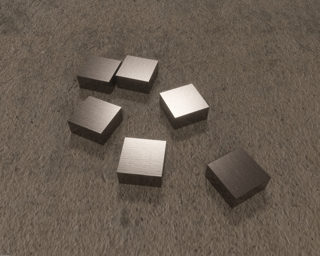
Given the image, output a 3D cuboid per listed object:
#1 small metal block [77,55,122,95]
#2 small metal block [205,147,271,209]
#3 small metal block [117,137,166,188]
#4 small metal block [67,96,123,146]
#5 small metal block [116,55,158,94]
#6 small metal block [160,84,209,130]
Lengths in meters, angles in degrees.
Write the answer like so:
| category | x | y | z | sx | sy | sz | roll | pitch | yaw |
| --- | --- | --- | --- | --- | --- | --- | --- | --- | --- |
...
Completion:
| category | x | y | z | sx | sy | sz | roll | pitch | yaw |
| --- | --- | --- | --- | --- | --- | --- | --- | --- | --- |
| small metal block | -0.090 | -0.081 | 0.470 | 0.050 | 0.025 | 0.050 | 13 | 51 | 10 |
| small metal block | 0.089 | 0.056 | 0.357 | 0.050 | 0.025 | 0.050 | -25 | 55 | -20 |
| small metal block | -0.020 | 0.041 | 0.369 | 0.050 | 0.025 | 0.050 | 5 | 50 | 4 |
| small metal block | -0.085 | -0.011 | 0.411 | 0.050 | 0.025 | 0.050 | 20 | 53 | 16 |
| small metal block | -0.034 | -0.082 | 0.472 | 0.050 | 0.025 | 0.050 | 13 | 51 | 10 |
| small metal block | 0.033 | -0.030 | 0.429 | 0.050 | 0.025 | 0.050 | -18 | 53 | -15 |
